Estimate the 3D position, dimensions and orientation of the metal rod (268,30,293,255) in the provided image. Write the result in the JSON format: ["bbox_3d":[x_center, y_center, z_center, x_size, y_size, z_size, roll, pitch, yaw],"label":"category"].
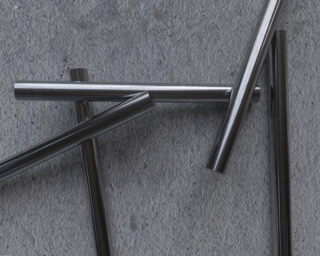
[{"bbox_3d":[0.159,0.023,0.410,0.025,0.025,0.298,-2,90,0],"label":"metal rod"}]

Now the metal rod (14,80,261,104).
[{"bbox_3d":[-0.022,-0.045,0.392,0.302,0.025,0.025,0,90,-7],"label":"metal rod"}]

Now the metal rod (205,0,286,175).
[{"bbox_3d":[0.119,-0.086,0.388,0.025,0.025,0.299,21,81,0],"label":"metal rod"}]

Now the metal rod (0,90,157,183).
[{"bbox_3d":[-0.145,0.028,0.389,0.301,0.025,0.025,-25,90,7],"label":"metal rod"}]

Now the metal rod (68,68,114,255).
[{"bbox_3d":[-0.087,0.071,0.409,0.025,0.025,0.298,-8,90,0],"label":"metal rod"}]
